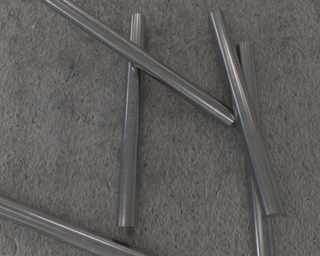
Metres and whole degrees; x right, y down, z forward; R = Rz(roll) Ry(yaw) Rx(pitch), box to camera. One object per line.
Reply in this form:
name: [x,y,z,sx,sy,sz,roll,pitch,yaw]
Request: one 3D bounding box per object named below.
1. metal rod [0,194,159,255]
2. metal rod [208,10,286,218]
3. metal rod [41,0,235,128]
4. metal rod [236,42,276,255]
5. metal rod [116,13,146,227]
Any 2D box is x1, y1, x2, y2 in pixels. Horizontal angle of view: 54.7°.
metal rod: [-0.129,0.115,0.365,0.301,0.025,0.025,19,71,6]
metal rod: [0.104,-0.038,0.402,0.025,0.025,0.299,-7,63,-3]
metal rod: [-0.028,-0.095,0.415,0.301,0.025,0.025,34,73,1]
metal rod: [0.121,0.022,0.400,0.025,0.025,0.299,1,70,0]
metal rod: [-0.036,-0.024,0.416,0.025,0.025,0.299,1,70,0]
